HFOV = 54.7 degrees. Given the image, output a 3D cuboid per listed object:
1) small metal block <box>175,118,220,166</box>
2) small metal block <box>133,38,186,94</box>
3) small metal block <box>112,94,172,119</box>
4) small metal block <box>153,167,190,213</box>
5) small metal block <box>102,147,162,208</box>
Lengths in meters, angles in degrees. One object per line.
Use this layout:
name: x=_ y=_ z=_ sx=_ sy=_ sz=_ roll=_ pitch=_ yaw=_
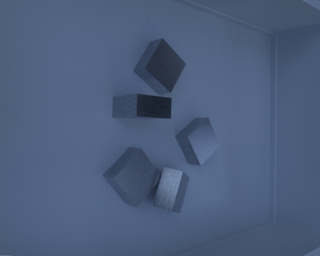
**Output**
small metal block: x=0.056 y=0.019 z=0.453 sx=0.050 sy=0.025 sz=0.050 roll=-40 pitch=114 yaw=-33
small metal block: x=0.001 y=-0.080 z=0.407 sx=0.050 sy=0.025 sz=0.050 roll=41 pitch=65 yaw=-33
small metal block: x=-0.022 y=-0.024 z=0.372 sx=0.050 sy=0.050 sz=0.025 roll=2 pitch=89 yaw=-40
small metal block: x=0.016 y=0.082 z=0.405 sx=0.050 sy=0.025 sz=0.050 roll=50 pitch=54 yaw=-67
small metal block: x=-0.033 y=0.059 z=0.379 sx=0.050 sy=0.025 sz=0.050 roll=-48 pitch=118 yaw=-29
